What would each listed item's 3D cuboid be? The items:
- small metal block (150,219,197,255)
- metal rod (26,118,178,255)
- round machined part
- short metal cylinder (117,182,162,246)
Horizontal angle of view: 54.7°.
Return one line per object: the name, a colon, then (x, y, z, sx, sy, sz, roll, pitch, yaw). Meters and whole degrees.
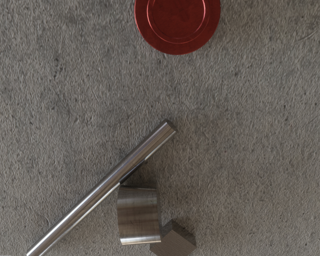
small metal block: (0.020, 0.177, 0.475, 0.050, 0.025, 0.050, 40, 105, -14)
metal rod: (-0.090, 0.096, 0.444, 0.025, 0.025, 0.299, 43, 104, -14)
round machined part: (0.020, -0.132, 0.352, 0.099, 0.042, 0.097, 0, 110, 0)
short metal cylinder: (-0.026, 0.116, 0.423, 0.050, 0.080, 0.079, -5, 110, 2)
